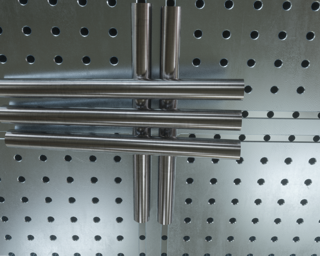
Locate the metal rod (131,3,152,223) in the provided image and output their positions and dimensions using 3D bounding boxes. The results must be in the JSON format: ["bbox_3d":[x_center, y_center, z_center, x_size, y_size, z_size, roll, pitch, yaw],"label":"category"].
[{"bbox_3d":[-0.024,-0.005,0.411,0.025,0.025,0.298,1,110,-1],"label":"metal rod"}]

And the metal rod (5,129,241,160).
[{"bbox_3d":[-0.052,0.020,0.398,0.302,0.025,0.025,2,110,7],"label":"metal rod"}]

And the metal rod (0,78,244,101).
[{"bbox_3d":[-0.055,-0.047,0.373,0.302,0.025,0.025,1,110,7],"label":"metal rod"}]

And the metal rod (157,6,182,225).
[{"bbox_3d":[0.011,-0.002,0.413,0.025,0.025,0.298,1,110,-1],"label":"metal rod"}]

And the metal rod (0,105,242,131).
[{"bbox_3d":[-0.054,-0.013,0.386,0.302,0.025,0.025,2,110,7],"label":"metal rod"}]
